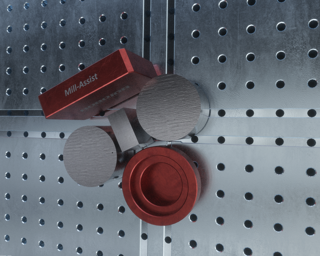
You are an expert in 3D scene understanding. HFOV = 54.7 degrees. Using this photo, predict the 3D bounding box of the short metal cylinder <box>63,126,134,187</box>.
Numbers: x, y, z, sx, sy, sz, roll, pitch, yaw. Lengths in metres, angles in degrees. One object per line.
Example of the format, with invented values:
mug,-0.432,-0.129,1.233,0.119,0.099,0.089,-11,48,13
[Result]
short metal cylinder,-0.083,0.037,0.424,0.080,0.050,0.079,0,90,20

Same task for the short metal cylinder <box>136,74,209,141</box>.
short metal cylinder,0.017,-0.024,0.389,0.080,0.050,0.079,0,90,20

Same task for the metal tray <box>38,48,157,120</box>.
metal tray,-0.076,-0.050,0.400,0.130,0.090,0.030,-25,82,19

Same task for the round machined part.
round machined part,0.005,0.071,0.397,0.098,0.042,0.097,0,90,19

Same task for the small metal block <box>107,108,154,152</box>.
small metal block,-0.038,0.002,0.408,0.025,0.050,0.050,-27,81,18
